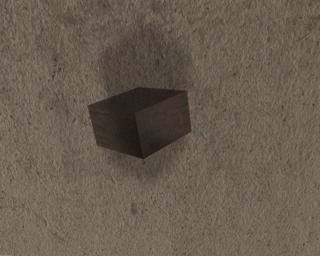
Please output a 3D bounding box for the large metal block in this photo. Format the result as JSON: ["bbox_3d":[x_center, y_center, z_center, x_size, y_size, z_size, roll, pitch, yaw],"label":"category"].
[{"bbox_3d":[-0.022,-0.011,0.359,0.080,0.081,0.050,11,118,43],"label":"large metal block"}]
